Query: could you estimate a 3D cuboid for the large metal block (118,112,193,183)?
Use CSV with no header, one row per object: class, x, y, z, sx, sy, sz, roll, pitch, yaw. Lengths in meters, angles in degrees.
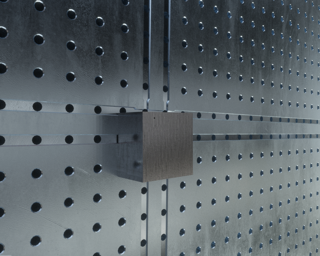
large metal block,-0.005,0.021,0.391,0.081,0.050,0.079,-1,91,-40
